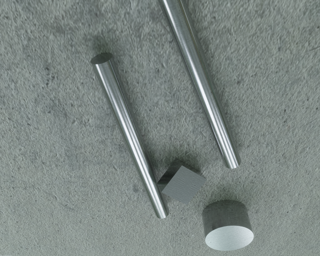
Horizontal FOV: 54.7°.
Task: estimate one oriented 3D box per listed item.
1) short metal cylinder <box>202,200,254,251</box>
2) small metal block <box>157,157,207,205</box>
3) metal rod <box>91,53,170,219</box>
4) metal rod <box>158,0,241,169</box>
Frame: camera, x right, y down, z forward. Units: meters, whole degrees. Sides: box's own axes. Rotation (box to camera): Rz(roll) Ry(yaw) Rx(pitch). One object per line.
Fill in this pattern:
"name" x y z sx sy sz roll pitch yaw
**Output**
"short metal cylinder" 0.116 0.170 0.537 0.081 0.050 0.079 0 130 0
"small metal block" 0.033 0.080 0.465 0.050 0.025 0.050 32 100 -25
"metal rod" -0.030 0.034 0.435 0.025 0.025 0.299 -10 130 8
"metal rod" 0.049 -0.055 0.360 0.025 0.025 0.299 -18 128 14
